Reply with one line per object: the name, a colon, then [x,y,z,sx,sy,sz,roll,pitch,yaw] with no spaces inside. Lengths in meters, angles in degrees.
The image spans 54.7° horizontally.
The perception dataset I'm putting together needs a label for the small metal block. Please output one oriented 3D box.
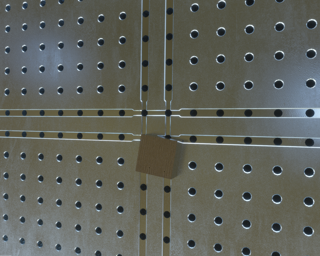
small metal block: [-0.001,0.037,0.412,0.050,0.025,0.050,10,93,19]
